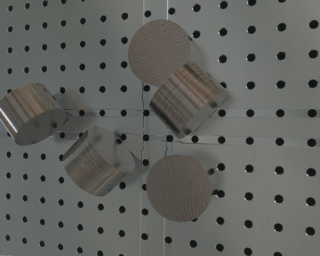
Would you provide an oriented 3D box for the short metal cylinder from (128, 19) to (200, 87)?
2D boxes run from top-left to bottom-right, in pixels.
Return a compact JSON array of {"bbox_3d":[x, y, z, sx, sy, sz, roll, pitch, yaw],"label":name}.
[{"bbox_3d":[0.006,-0.091,0.397,0.080,0.050,0.079,0,90,20],"label":"short metal cylinder"}]

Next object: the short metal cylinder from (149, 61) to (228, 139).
[{"bbox_3d":[0.034,-0.032,0.371,0.050,0.080,0.080,47,104,14],"label":"short metal cylinder"}]

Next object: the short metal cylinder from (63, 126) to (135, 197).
[{"bbox_3d":[-0.080,0.043,0.411,0.050,0.080,0.080,-44,77,15],"label":"short metal cylinder"}]

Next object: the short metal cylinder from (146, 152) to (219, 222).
[{"bbox_3d":[0.029,0.071,0.389,0.080,0.050,0.079,0,90,20],"label":"short metal cylinder"}]

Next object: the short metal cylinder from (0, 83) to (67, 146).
[{"bbox_3d":[-0.185,-0.019,0.449,0.080,0.080,0.050,-44,77,15],"label":"short metal cylinder"}]
